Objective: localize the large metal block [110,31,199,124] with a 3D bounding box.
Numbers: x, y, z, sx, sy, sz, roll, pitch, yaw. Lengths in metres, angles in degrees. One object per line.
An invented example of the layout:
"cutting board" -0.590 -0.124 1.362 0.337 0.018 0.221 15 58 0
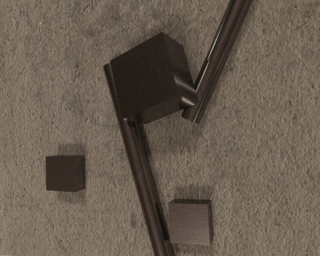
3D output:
"large metal block" -0.008 -0.058 0.384 0.080 0.050 0.080 -21 73 28

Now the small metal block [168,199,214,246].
"small metal block" 0.040 0.119 0.394 0.050 0.025 0.050 -3 89 19

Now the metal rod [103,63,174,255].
"metal rod" -0.026 0.056 0.417 0.025 0.025 0.298 -18 84 19

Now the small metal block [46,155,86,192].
"small metal block" -0.139 0.066 0.456 0.050 0.025 0.050 -1 90 19

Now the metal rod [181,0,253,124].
"metal rod" 0.095 -0.147 0.375 0.025 0.025 0.298 25 98 18
